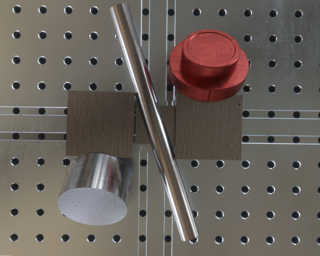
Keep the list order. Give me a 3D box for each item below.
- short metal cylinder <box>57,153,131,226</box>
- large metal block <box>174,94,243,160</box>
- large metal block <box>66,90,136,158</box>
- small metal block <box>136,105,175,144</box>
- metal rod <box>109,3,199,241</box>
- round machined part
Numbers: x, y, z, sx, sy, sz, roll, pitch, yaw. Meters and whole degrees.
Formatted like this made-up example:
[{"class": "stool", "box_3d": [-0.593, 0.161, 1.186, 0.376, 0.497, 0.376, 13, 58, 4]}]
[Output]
[{"class": "short metal cylinder", "box_3d": [-0.078, 0.076, 0.379, 0.080, 0.050, 0.079, 1, 133, 1]}, {"class": "large metal block", "box_3d": [0.060, -0.001, 0.402, 0.081, 0.050, 0.079, 1, 90, 0]}, {"class": "large metal block", "box_3d": [-0.073, -0.005, 0.401, 0.081, 0.050, 0.079, 2, 90, 0]}, {"class": "small metal block", "box_3d": [-0.006, -0.004, 0.414, 0.050, 0.025, 0.050, 1, 90, 0]}, {"class": "metal rod", "box_3d": [-0.007, -0.007, 0.387, 0.025, 0.025, 0.298, -17, 90, 0]}, {"class": "round machined part", "box_3d": [0.060, -0.083, 0.381, 0.099, 0.042, 0.098, 1, 55, -1]}]
